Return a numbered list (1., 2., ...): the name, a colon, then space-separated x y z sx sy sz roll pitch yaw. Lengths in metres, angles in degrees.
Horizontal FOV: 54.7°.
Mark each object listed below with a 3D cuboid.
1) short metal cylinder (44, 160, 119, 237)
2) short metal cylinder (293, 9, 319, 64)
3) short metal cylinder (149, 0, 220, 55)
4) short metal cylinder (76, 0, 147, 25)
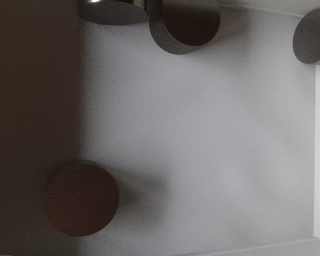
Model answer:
1. short metal cylinder: -0.093 0.079 0.363 0.081 0.050 0.080 0 90 -20
2. short metal cylinder: 0.253 -0.137 0.474 0.050 0.080 0.080 0 90 -20
3. short metal cylinder: 0.032 -0.142 0.408 0.081 0.050 0.080 0 90 -20
4. short metal cylinder: -0.056 -0.157 0.360 0.081 0.080 0.050 -1 91 -20
